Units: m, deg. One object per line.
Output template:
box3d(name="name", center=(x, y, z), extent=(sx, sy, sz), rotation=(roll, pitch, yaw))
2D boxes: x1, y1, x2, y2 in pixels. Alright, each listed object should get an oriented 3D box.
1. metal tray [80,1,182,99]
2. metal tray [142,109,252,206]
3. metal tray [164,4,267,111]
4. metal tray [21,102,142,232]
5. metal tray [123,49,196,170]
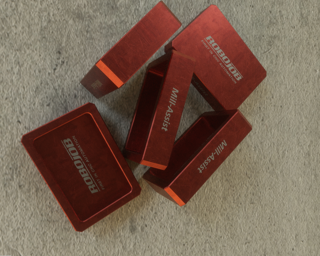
box3d(name="metal tray", center=(-0.039, -0.079, 0.341), extent=(0.030, 0.130, 0.090), rotation=(46, 75, -15))
box3d(name="metal tray", center=(0.044, 0.032, 0.393), extent=(0.130, 0.090, 0.030), rotation=(-45, 105, -15))
box3d(name="metal tray", center=(0.081, -0.094, 0.439), extent=(0.090, 0.030, 0.130), rotation=(-46, 105, -14))
box3d(name="metal tray", center=(-0.092, 0.045, 0.374), extent=(0.091, 0.030, 0.129), rotation=(-30, 100, -18))
box3d(name="metal tray", center=(-0.005, -0.020, 0.374), extent=(0.030, 0.090, 0.129), rotation=(18, 84, -20))
